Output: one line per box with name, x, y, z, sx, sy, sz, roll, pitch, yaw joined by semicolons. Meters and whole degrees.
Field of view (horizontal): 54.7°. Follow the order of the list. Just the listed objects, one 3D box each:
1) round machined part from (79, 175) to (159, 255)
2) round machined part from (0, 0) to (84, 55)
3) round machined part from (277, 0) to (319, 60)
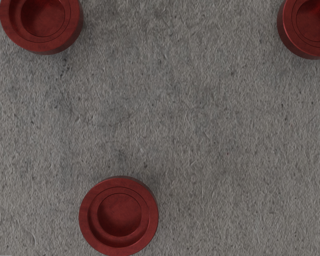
round machined part;-0.051;0.110;0.401;0.099;0.042;0.097;0;90;0
round machined part;-0.148;-0.143;0.400;0.099;0.042;0.097;0;90;0
round machined part;0.200;-0.137;0.403;0.099;0.042;0.097;0;90;0
